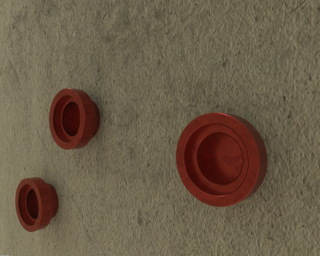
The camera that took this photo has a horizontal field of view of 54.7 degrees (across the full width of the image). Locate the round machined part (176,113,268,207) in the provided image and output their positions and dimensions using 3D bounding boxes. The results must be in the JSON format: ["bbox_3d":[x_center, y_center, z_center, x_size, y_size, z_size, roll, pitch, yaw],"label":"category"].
[{"bbox_3d":[0.069,0.033,0.337,0.098,0.042,0.097,0,90,40],"label":"round machined part"}]

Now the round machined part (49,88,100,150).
[{"bbox_3d":[-0.136,-0.014,0.506,0.098,0.042,0.097,0,90,40],"label":"round machined part"}]

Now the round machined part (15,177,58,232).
[{"bbox_3d":[-0.229,0.141,0.583,0.098,0.042,0.097,0,90,40],"label":"round machined part"}]
